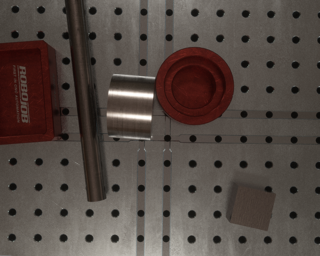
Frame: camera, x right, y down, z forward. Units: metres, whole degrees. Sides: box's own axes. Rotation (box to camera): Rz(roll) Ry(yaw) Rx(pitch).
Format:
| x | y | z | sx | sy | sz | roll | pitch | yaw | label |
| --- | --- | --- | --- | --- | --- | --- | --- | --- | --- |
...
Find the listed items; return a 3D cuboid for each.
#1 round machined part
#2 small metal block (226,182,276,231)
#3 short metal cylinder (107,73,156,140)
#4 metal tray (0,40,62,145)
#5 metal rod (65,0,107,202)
| x | y | z | sx | sy | sz | roll | pitch | yaw | label |
| --- | --- | --- | --- | --- | --- | --- | --- | --- | --- |
| 0.043 | -0.052 | 0.405 | 0.099 | 0.042 | 0.097 | 0 | 90 | -2 | round machined part |
| 0.121 | 0.105 | 0.415 | 0.050 | 0.025 | 0.050 | 13 | 90 | -1 | small metal block |
| -0.034 | -0.026 | 0.386 | 0.050 | 0.080 | 0.079 | 5 | 90 | 0 | short metal cylinder |
| -0.184 | -0.045 | 0.408 | 0.091 | 0.030 | 0.129 | -4 | 90 | -1 | metal tray |
| -0.100 | -0.053 | 0.412 | 0.025 | 0.025 | 0.298 | -6 | 90 | 0 | metal rod |
